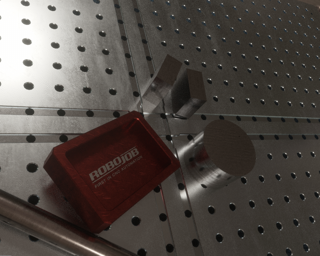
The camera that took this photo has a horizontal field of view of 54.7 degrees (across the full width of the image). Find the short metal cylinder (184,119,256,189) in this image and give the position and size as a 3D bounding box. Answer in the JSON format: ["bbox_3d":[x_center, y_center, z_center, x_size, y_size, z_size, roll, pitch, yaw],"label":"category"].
[{"bbox_3d":[0.080,0.035,0.415,0.081,0.050,0.080,14,56,-21],"label":"short metal cylinder"}]

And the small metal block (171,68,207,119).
[{"bbox_3d":[0.040,-0.049,0.445,0.025,0.050,0.050,9,58,-24],"label":"small metal block"}]

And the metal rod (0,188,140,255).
[{"bbox_3d":[-0.036,0.134,0.307,0.301,0.025,0.025,30,52,-10],"label":"metal rod"}]

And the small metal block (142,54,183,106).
[{"bbox_3d":[0.003,-0.067,0.436,0.025,0.050,0.050,30,52,-10],"label":"small metal block"}]

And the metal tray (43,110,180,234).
[{"bbox_3d":[-0.046,0.040,0.341,0.090,0.030,0.131,51,41,7],"label":"metal tray"}]
